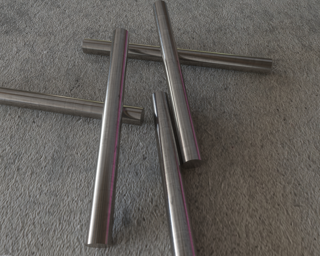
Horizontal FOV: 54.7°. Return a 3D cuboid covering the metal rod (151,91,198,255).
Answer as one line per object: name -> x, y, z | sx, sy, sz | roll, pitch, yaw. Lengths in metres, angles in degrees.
metal rod -> 0.016, 0.071, 0.343 | 0.025, 0.025, 0.300 | -5, 50, -4

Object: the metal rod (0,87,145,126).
metal rod -> -0.171, -0.038, 0.433 | 0.301, 0.025, 0.025 | 9, 51, 7

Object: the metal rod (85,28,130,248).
metal rod -> -0.059, -0.012, 0.383 | 0.025, 0.025, 0.299 | 0, 59, 0

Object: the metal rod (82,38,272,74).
metal rod -> 0.024, -0.117, 0.500 | 0.302, 0.025, 0.025 | 8, 51, 6

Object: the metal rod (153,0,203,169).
metal rod -> 0.019, -0.082, 0.448 | 0.025, 0.025, 0.299 | -6, 57, -5
